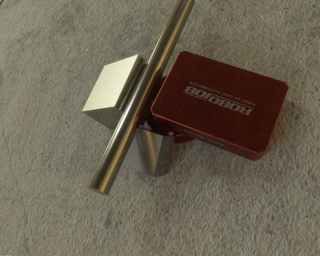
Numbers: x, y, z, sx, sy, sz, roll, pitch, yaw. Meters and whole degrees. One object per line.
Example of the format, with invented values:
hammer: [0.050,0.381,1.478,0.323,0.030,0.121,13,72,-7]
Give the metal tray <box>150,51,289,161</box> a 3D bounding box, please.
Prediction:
metal tray: [0.067,-0.028,0.356,0.130,0.030,0.090,21,73,14]

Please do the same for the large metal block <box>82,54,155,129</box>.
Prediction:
large metal block: [-0.052,-0.047,0.432,0.080,0.050,0.080,-3,58,47]

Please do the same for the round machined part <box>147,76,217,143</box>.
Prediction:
round machined part: [0.024,-0.033,0.402,0.098,0.042,0.098,-13,56,21]

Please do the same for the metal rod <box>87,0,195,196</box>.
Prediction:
metal rod: [-0.015,-0.059,0.395,0.025,0.025,0.300,8,63,31]

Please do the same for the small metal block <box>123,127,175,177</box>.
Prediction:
small metal block: [-0.014,0.028,0.383,0.050,0.025,0.050,17,96,35]
